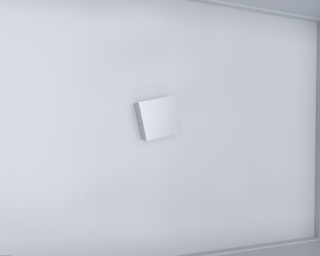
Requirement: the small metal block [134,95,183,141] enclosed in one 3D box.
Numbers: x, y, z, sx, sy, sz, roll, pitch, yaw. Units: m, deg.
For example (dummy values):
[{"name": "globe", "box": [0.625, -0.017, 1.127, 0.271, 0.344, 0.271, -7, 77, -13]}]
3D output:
[{"name": "small metal block", "box": [-0.003, -0.013, 0.409, 0.050, 0.025, 0.050, -13, 95, -20]}]
